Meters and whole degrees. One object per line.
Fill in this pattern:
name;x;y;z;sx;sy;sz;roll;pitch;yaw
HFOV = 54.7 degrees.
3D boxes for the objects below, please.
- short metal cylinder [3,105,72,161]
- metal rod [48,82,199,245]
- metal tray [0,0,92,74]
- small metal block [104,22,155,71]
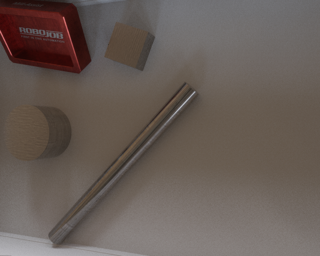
short metal cylinder;-0.181;0.007;0.459;0.080;0.050;0.079;0;90;19
metal rod;-0.057;0.056;0.429;0.025;0.025;0.299;46;104;14
metal tray;-0.169;-0.130;0.437;0.130;0.030;0.089;12;137;19
small metal block;-0.042;-0.111;0.424;0.050;0.025;0.050;23;97;18
